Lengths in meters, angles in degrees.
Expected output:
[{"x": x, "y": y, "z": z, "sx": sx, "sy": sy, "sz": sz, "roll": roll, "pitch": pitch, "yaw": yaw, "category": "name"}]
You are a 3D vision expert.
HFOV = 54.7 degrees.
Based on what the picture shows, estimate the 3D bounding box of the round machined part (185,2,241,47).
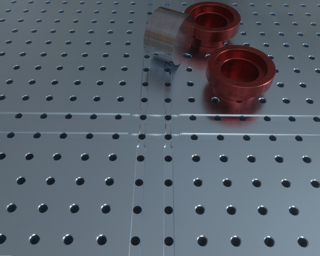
[{"x": 0.090, "y": -0.180, "z": 0.549, "sx": 0.099, "sy": 0.042, "sz": 0.098, "roll": 0, "pitch": 50, "yaw": 0, "category": "round machined part"}]

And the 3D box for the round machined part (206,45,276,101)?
[{"x": 0.118, "y": -0.078, "z": 0.464, "sx": 0.099, "sy": 0.042, "sz": 0.098, "roll": 0, "pitch": 50, "yaw": 0, "category": "round machined part"}]

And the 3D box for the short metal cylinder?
[{"x": 0.016, "y": -0.147, "z": 0.495, "sx": 0.050, "sy": 0.080, "sz": 0.080, "roll": 23, "pitch": 54, "yaw": 18, "category": "short metal cylinder"}]
